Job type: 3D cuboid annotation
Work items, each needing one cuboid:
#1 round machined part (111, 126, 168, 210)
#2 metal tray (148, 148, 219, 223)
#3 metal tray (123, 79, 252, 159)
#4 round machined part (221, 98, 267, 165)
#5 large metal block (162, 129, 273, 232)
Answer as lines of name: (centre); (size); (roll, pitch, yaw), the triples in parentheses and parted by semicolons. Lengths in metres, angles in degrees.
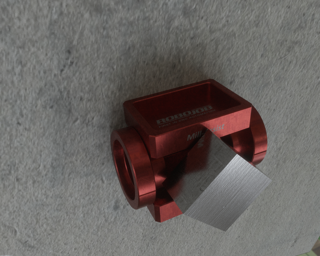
round machined part: (-0.024, 0.045, 0.377); (0.042, 0.098, 0.097); (-15, 125, -21)
metal tray: (0.036, 0.067, 0.427); (0.131, 0.090, 0.030); (-16, 125, -20)
metal tray: (0.032, -0.017, 0.376); (0.131, 0.090, 0.030); (-17, 126, -19)
round machined part: (0.096, 0.010, 0.421); (0.042, 0.098, 0.097); (-15, 125, -21)
large metal block: (0.064, 0.060, 0.347); (0.080, 0.050, 0.080); (34, 99, -39)
